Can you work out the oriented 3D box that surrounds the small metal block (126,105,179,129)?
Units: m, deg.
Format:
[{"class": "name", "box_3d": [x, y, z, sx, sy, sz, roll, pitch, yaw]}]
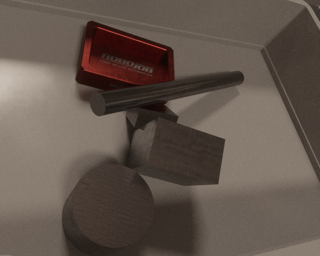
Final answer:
[{"class": "small metal block", "box_3d": [-0.011, -0.015, 0.393, 0.050, 0.025, 0.050, 12, 15, -22]}]

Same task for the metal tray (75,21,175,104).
[{"class": "metal tray", "box_3d": [-0.044, -0.090, 0.434, 0.131, 0.030, 0.090, 13, 56, -22]}]

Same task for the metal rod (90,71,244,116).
[{"class": "metal rod", "box_3d": [0.035, -0.055, 0.423, 0.302, 0.025, 0.025, -18, 71, -47]}]

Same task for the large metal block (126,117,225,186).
[{"class": "large metal block", "box_3d": [0.015, 0.031, 0.353, 0.081, 0.080, 0.050, 18, 72, -18]}]

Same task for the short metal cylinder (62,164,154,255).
[{"class": "short metal cylinder", "box_3d": [-0.053, 0.083, 0.312, 0.081, 0.050, 0.080, 14, 56, -21]}]
